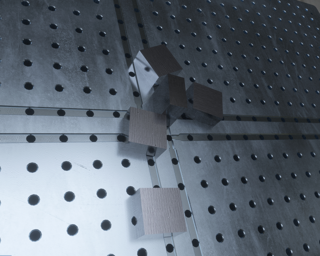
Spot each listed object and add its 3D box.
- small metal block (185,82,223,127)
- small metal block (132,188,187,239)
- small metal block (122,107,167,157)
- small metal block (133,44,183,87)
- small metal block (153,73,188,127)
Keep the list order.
[{"bbox_3d":[0.066,-0.036,0.468,0.050,0.025,0.050,18,55,-18],"label":"small metal block"},{"bbox_3d":[-0.002,0.096,0.350,0.050,0.025,0.050,5,59,-26],"label":"small metal block"},{"bbox_3d":[-0.020,0.005,0.396,0.050,0.025,0.050,13,56,-21],"label":"small metal block"},{"bbox_3d":[-0.003,-0.095,0.466,0.050,0.025,0.050,-26,76,-37],"label":"small metal block"},{"bbox_3d":[0.012,-0.037,0.423,0.025,0.050,0.050,11,57,-23],"label":"small metal block"}]
